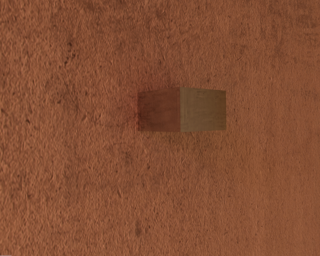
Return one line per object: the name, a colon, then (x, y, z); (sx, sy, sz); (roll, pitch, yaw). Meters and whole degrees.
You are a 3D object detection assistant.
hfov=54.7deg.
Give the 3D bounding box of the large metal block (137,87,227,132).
large metal block: (0.027, -0.022, 0.395); (0.081, 0.080, 0.050); (-2, 92, -40)
